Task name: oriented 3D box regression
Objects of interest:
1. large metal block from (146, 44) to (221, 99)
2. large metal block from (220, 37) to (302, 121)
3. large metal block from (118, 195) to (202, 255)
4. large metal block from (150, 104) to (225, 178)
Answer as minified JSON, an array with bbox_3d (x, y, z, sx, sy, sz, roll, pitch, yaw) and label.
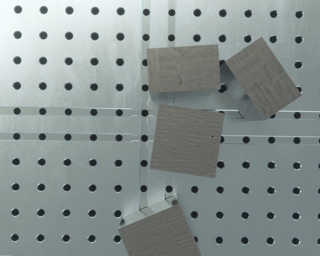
[{"bbox_3d":[0.027,-0.066,0.386,0.080,0.080,0.050,-4,90,0],"label":"large metal block"},{"bbox_3d":[0.116,-0.056,0.387,0.050,0.080,0.080,-34,90,0],"label":"large metal block"},{"bbox_3d":[0.001,0.144,0.401,0.080,0.050,0.080,-23,90,0],"label":"large metal block"},{"bbox_3d":[0.033,0.016,0.401,0.080,0.050,0.080,8,90,0],"label":"large metal block"}]
